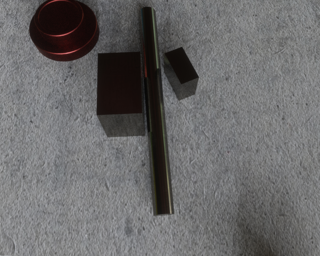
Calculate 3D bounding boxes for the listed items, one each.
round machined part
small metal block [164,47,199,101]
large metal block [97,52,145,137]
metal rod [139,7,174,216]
[{"bbox_3d":[-0.142,-0.150,0.452,0.099,0.042,0.098,0,70,-1],"label":"round machined part"},{"bbox_3d":[0.028,-0.073,0.422,0.025,0.050,0.050,-23,72,-8],"label":"small metal block"},{"bbox_3d":[-0.047,-0.039,0.393,0.050,0.080,0.080,-3,70,-1],"label":"large metal block"},{"bbox_3d":[-0.007,-0.036,0.421,0.025,0.025,0.299,-4,70,-2],"label":"metal rod"}]
